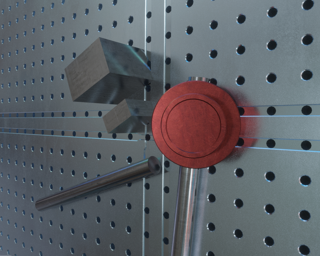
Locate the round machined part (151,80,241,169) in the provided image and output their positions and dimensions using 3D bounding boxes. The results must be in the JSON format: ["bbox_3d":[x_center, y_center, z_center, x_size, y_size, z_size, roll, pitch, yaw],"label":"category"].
[{"bbox_3d":[0.038,-0.003,0.339,0.098,0.042,0.097,1,93,11],"label":"round machined part"}]

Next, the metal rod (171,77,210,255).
[{"bbox_3d":[0.033,0.088,0.380,0.025,0.025,0.298,9,96,39],"label":"metal rod"}]

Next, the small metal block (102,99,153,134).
[{"bbox_3d":[-0.041,-0.015,0.425,0.050,0.050,0.025,-34,69,34],"label":"small metal block"}]

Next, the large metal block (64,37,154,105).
[{"bbox_3d":[-0.070,-0.074,0.429,0.080,0.081,0.050,-28,73,36],"label":"large metal block"}]

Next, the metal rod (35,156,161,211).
[{"bbox_3d":[-0.117,0.098,0.502,0.299,0.025,0.025,-24,75,37],"label":"metal rod"}]
